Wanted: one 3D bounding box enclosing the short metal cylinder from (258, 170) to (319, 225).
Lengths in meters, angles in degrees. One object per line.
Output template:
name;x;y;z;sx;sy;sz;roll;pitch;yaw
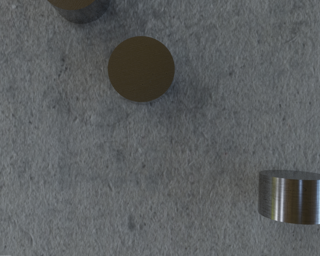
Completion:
short metal cylinder;0.165;0.083;0.385;0.081;0.080;0.050;1;90;-1

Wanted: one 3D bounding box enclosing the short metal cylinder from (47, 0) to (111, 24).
short metal cylinder;-0.107;-0.181;0.396;0.081;0.050;0.079;0;90;-1

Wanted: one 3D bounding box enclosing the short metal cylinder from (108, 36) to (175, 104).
short metal cylinder;-0.023;-0.071;0.397;0.081;0.050;0.079;0;90;-1
